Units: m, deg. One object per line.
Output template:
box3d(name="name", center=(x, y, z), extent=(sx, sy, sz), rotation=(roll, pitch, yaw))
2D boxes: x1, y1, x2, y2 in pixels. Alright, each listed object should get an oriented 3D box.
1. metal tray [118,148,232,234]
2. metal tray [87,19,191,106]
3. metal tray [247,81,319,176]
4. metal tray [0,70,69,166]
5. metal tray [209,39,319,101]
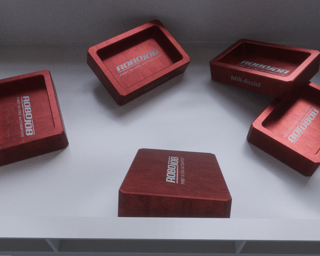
box3d(name="metal tray", center=(0.015, 0.054, 0.308), extent=(0.091, 0.030, 0.130), rotation=(4, 12, 3))
box3d(name="metal tray", center=(-0.031, -0.102, 0.466), extent=(0.131, 0.030, 0.090), rotation=(-32, 79, -24))
box3d(name="metal tray", center=(0.189, -0.008, 0.410), extent=(0.090, 0.030, 0.131), rotation=(35, 58, 25))
box3d(name="metal tray", center=(-0.182, -0.019, 0.415), extent=(0.091, 0.030, 0.130), rotation=(-16, 52, -14))
box3d(name="metal tray", center=(0.151, -0.091, 0.456), extent=(0.130, 0.030, 0.090), rotation=(25, 52, 39))
